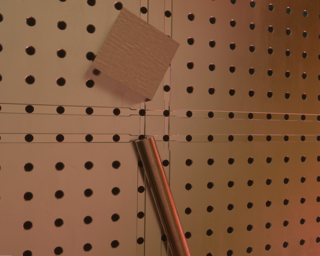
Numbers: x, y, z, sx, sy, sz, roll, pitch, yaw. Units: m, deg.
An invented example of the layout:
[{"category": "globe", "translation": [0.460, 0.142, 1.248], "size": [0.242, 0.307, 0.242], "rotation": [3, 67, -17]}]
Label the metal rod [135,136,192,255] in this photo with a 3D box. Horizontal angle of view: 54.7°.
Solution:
[{"category": "metal rod", "translation": [0.024, 0.155, 0.422], "size": [0.025, 0.025, 0.298], "rotation": [-20, 97, -19]}]

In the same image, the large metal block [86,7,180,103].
[{"category": "large metal block", "translation": [-0.035, -0.087, 0.387], "size": [0.080, 0.050, 0.080], "rotation": [29, 80, -18]}]
